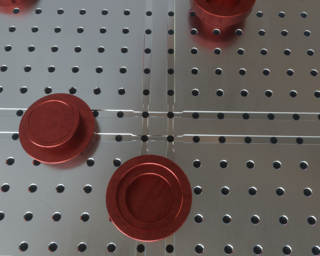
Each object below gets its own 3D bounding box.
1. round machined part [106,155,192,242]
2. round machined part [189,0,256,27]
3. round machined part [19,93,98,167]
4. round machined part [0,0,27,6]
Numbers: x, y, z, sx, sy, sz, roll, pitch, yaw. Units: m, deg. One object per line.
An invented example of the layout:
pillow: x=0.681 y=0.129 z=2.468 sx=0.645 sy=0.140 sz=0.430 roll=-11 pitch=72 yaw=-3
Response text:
round machined part: x=-0.012 y=0.084 z=0.372 sx=0.099 sy=0.042 sz=0.098 roll=0 pitch=70 yaw=0
round machined part: x=0.094 y=-0.196 z=0.475 sx=0.099 sy=0.042 sz=0.098 roll=0 pitch=70 yaw=0
round machined part: x=-0.134 y=-0.002 z=0.403 sx=0.099 sy=0.042 sz=0.098 roll=0 pitch=70 yaw=0
round machined part: x=-0.248 y=-0.246 z=0.492 sx=0.099 sy=0.042 sz=0.098 roll=0 pitch=70 yaw=0
